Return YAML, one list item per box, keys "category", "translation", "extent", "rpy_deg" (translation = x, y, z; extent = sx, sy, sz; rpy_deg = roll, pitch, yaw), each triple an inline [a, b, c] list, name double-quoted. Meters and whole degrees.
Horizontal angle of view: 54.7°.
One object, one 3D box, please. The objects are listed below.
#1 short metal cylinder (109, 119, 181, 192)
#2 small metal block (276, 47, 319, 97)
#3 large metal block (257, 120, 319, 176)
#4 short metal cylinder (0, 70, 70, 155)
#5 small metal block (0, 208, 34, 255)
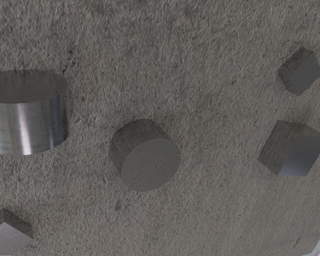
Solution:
- category: "short metal cylinder"
  translation: [-0.020, 0.035, 0.402]
  extent: [0.081, 0.050, 0.079]
  rpy_deg: [-14, 124, -21]
- category: "small metal block"
  translation: [0.213, -0.085, 0.471]
  extent: [0.050, 0.025, 0.050]
  rpy_deg: [-45, 129, 3]
- category: "large metal block"
  translation: [0.231, 0.037, 0.540]
  extent: [0.081, 0.050, 0.079]
  rpy_deg: [6, 115, -31]
- category: "short metal cylinder"
  translation: [-0.127, -0.018, 0.291]
  extent: [0.081, 0.080, 0.050]
  rpy_deg: [-8, 122, -24]
- category: "small metal block"
  translation: [-0.195, 0.134, 0.383]
  extent: [0.050, 0.025, 0.050]
  rpy_deg: [-37, 129, -4]
